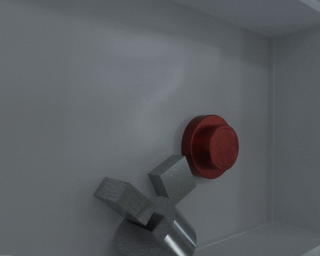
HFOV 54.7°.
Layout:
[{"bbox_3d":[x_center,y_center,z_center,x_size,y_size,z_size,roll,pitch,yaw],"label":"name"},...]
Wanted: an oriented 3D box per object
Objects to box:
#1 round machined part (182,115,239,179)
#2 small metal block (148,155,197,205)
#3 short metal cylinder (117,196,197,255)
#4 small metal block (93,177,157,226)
[{"bbox_3d":[0.082,0.028,0.467,0.099,0.042,0.097,0,90,-40],"label":"round machined part"},{"bbox_3d":[0.018,0.071,0.424,0.050,0.025,0.050,-34,111,-35],"label":"small metal block"},{"bbox_3d":[-0.004,0.129,0.370,0.080,0.080,0.050,-51,120,-28],"label":"short metal cylinder"},{"bbox_3d":[-0.041,0.084,0.358,0.050,0.050,0.025,48,62,-30],"label":"small metal block"}]
